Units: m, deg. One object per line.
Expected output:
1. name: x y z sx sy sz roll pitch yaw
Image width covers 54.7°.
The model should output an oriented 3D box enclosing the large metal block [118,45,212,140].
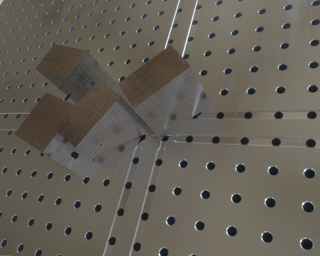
1. large metal block: 0.008 -0.043 0.394 0.080 0.080 0.050 -36 51 4

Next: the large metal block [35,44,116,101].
1. large metal block: -0.131 -0.082 0.490 0.080 0.080 0.050 19 72 35

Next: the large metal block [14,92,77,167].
1. large metal block: -0.159 0.001 0.473 0.080 0.050 0.080 22 74 36

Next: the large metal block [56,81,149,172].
1. large metal block: -0.072 0.000 0.409 0.050 0.080 0.080 34 81 38
